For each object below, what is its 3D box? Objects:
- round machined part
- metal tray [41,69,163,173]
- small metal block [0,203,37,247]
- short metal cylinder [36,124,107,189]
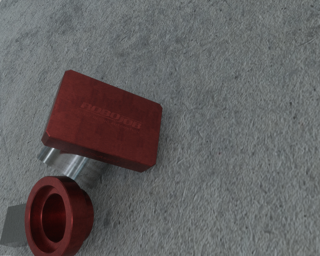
[{"bbox_3d":[-0.118,0.107,0.373,0.098,0.042,0.097,-7,79,38],"label":"round machined part"},{"bbox_3d":[-0.064,-0.006,0.378,0.030,0.131,0.090,-38,39,52],"label":"metal tray"},{"bbox_3d":[-0.181,0.130,0.417,0.050,0.025,0.050,-15,56,19],"label":"small metal block"},{"bbox_3d":[-0.109,0.037,0.401,0.080,0.080,0.050,20,73,35],"label":"short metal cylinder"}]
